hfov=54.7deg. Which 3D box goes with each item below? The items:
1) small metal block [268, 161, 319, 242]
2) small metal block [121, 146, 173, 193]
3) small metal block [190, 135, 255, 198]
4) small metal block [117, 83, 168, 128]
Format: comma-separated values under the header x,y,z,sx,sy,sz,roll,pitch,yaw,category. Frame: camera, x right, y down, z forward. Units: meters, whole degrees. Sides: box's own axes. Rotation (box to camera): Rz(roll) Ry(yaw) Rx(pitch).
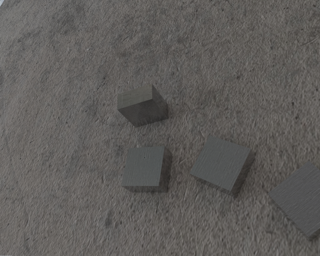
x,y,z,sx,sy,sz,roll,pitch,yaw,category
0.139,0.068,0.289,0.050,0.025,0.050,-39,51,1,small metal block
-0.015,0.051,0.380,0.050,0.025,0.050,-5,59,25,small metal block
0.069,0.042,0.342,0.050,0.025,0.050,19,72,35,small metal block
-0.022,-0.029,0.417,0.050,0.050,0.025,-15,56,19,small metal block
